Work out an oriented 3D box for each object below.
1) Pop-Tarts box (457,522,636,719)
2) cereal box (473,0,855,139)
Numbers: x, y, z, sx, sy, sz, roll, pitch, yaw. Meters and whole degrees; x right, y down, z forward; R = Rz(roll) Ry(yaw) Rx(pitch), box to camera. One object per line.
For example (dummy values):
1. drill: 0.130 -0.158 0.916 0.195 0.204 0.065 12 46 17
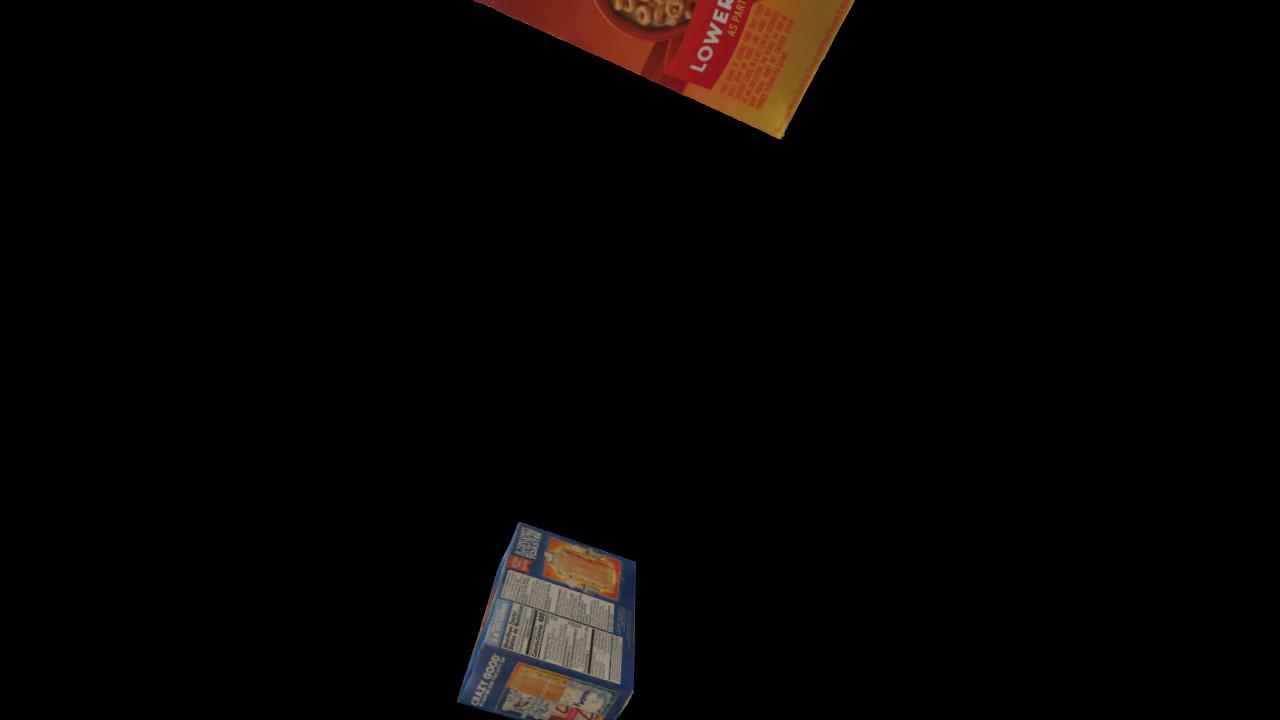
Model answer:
1. Pop-Tarts box: -0.083 0.263 0.612 0.141 0.083 0.167 22 21 -9
2. cereal box: 0.007 -0.309 0.411 0.306 0.203 0.081 23 40 -4
